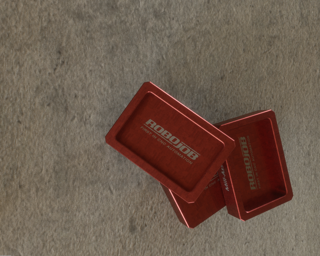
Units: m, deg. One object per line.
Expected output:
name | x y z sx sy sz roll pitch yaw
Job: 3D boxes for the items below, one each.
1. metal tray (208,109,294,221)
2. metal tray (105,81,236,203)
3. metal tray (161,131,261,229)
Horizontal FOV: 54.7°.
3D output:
metal tray | 0.124 0.048 0.421 0.091 0.030 0.129 -17 96 -20
metal tray | 0.012 0.016 0.376 0.130 0.030 0.090 36 92 5
metal tray | 0.070 0.066 0.434 0.131 0.030 0.090 -29 100 -18
